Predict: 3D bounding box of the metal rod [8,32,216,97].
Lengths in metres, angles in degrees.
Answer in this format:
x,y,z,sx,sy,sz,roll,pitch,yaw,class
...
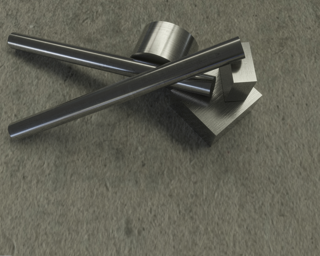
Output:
x,y,z,sx,sy,sz,roll,pitch,yaw,class
-0.076,-0.089,0.410,0.301,0.025,0.025,16,70,17,metal rod

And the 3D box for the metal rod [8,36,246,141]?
x,y,z,sx,sy,sz,roll,pitch,yaw,class
-0.051,-0.041,0.367,0.301,0.025,0.025,-18,70,15,metal rod

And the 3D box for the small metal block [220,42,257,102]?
x,y,z,sx,sy,sz,roll,pitch,yaw,class
0.090,-0.065,0.365,0.025,0.050,0.050,-4,70,-1,small metal block

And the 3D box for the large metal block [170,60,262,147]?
x,y,z,sx,sy,sz,roll,pitch,yaw,class
0.070,-0.035,0.408,0.080,0.050,0.080,-40,75,-12,large metal block

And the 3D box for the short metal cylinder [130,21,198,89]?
x,y,z,sx,sy,sz,roll,pitch,yaw,class
0.005,-0.096,0.417,0.080,0.080,0.050,20,71,6,short metal cylinder
